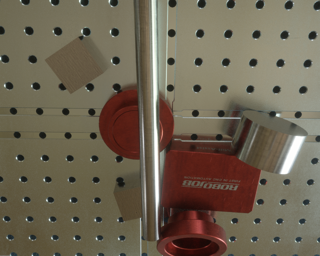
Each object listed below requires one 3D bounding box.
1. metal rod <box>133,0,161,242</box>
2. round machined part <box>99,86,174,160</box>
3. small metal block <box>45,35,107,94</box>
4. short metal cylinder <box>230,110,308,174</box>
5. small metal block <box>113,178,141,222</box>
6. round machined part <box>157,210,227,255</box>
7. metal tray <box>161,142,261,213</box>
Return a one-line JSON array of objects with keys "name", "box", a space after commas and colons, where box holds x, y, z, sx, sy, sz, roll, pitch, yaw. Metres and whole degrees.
[{"name": "metal rod", "box": [-0.013, 0.006, 0.370, 0.025, 0.025, 0.298, -1, 110, 0]}, {"name": "round machined part", "box": [-0.031, -0.002, 0.403, 0.099, 0.042, 0.097, 0, 110, 0]}, {"name": "small metal block", "box": [-0.103, -0.078, 0.384, 0.050, 0.025, 0.050, -31, 108, 10]}, {"name": "short metal cylinder", "box": [0.135, 0.016, 0.391, 0.080, 0.080, 0.050, 13, 110, -5]}, {"name": "small metal block", "box": [-0.035, 0.103, 0.451, 0.050, 0.025, 0.050, -14, 110, 5]}, {"name": "round machined part", "box": [0.045, 0.154, 0.448, 0.099, 0.042, 0.097, 1, 137, 1]}, {"name": "metal tray", "box": [0.070, 0.071, 0.437, 0.131, 0.030, 0.089, 4, 110, -2]}]
